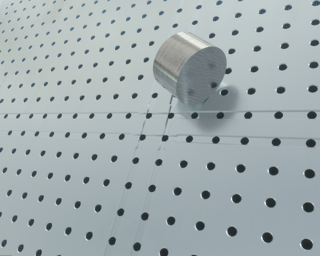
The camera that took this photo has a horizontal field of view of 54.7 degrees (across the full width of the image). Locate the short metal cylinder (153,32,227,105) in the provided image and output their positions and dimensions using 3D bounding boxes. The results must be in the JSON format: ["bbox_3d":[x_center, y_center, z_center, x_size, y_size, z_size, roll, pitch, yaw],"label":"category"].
[{"bbox_3d":[0.038,-0.076,0.399,0.080,0.080,0.050,-44,51,-2],"label":"short metal cylinder"}]
